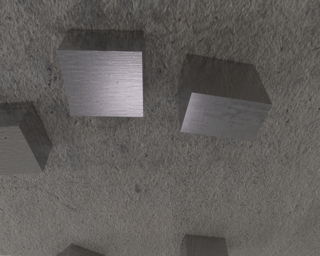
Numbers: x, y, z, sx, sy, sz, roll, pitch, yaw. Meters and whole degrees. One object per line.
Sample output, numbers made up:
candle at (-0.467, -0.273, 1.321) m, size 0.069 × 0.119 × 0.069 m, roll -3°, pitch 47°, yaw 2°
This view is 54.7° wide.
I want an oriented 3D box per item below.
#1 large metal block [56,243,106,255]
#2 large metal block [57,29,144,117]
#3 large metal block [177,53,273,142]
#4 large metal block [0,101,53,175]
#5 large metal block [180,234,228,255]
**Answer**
large metal block at (-0.170, 0.288, 0.635) m, size 0.080 × 0.050 × 0.080 m, roll 32°, pitch 123°, yaw -24°
large metal block at (-0.058, -0.059, 0.340) m, size 0.081 × 0.050 × 0.079 m, roll 1°, pitch 130°, yaw -1°
large metal block at (0.065, -0.035, 0.342) m, size 0.081 × 0.080 × 0.050 m, roll 8°, pitch 130°, yaw -7°
large metal block at (-0.198, 0.015, 0.401) m, size 0.080 × 0.050 × 0.080 m, roll -4°, pitch 130°, yaw 3°
large metal block at (0.084, 0.255, 0.589) m, size 0.081 × 0.080 × 0.050 m, roll 7°, pitch 130°, yaw -6°
